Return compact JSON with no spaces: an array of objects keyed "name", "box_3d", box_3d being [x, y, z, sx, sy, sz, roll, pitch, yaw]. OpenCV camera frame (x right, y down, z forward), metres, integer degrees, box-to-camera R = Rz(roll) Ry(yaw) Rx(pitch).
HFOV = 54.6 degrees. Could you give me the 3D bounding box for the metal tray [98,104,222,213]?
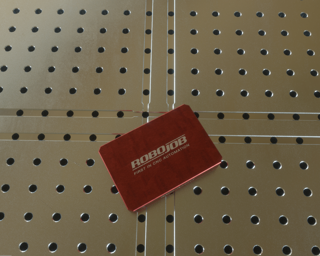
[{"name":"metal tray","box_3d":[0.000,0.037,0.396,0.131,0.030,0.090,-27,72,-10]}]
